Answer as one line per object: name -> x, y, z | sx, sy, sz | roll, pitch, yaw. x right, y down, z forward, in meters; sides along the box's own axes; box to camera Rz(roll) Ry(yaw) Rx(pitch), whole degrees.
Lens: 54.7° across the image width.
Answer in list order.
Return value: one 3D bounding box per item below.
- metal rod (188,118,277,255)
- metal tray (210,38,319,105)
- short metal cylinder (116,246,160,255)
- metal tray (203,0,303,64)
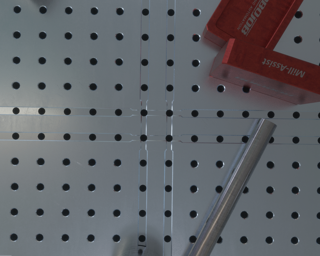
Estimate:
metal rod -> 0.076, 0.125, 0.414 | 0.025, 0.025, 0.299 | 28, 90, 0
metal tray -> 0.135, -0.065, 0.382 | 0.131, 0.090, 0.030 | 18, 90, 0
short metal cylinder -> -0.031, 0.202, 0.401 | 0.081, 0.050, 0.079 | 0, 90, 0
metal tray -> 0.129, -0.160, 0.411 | 0.090, 0.030, 0.130 | 31, 90, 0
